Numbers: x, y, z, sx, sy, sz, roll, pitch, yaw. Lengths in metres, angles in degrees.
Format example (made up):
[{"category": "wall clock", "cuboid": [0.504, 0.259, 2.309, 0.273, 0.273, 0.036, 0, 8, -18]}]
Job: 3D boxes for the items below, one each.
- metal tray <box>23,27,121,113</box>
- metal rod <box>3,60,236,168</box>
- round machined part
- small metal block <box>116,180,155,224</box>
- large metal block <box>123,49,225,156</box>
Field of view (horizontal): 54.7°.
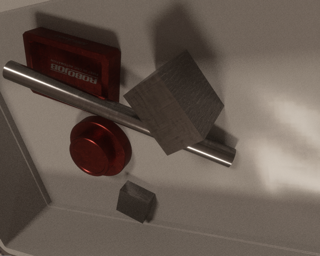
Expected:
[{"category": "metal tray", "cuboid": [-0.118, -0.076, 0.418, 0.130, 0.030, 0.089, 19, 126, 16]}, {"category": "metal rod", "cuboid": [-0.051, -0.018, 0.388, 0.301, 0.025, 0.025, 22, 127, 1]}, {"category": "round machined part", "cuboid": [-0.096, 0.034, 0.467, 0.098, 0.042, 0.097, 13, 124, 20]}, {"category": "small metal block", "cuboid": [-0.040, 0.120, 0.502, 0.050, 0.025, 0.050, 24, 127, 13]}, {"category": "large metal block", "cuboid": [0.019, -0.030, 0.344, 0.050, 0.080, 0.080, -28, 103, 37]}]
